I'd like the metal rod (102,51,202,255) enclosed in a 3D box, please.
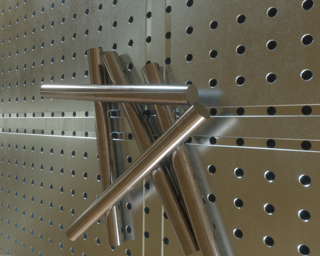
[{"bbox_3d":[-0.018,0.021,0.421,0.025,0.025,0.299,-37,68,33],"label":"metal rod"}]

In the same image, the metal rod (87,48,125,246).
[{"bbox_3d":[-0.084,0.025,0.475,0.025,0.025,0.298,-12,82,39],"label":"metal rod"}]

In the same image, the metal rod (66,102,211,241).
[{"bbox_3d":[-0.045,0.073,0.411,0.299,0.025,0.025,-45,63,30],"label":"metal rod"}]

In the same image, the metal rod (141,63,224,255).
[{"bbox_3d":[0.031,0.056,0.382,0.025,0.025,0.299,-28,72,36],"label":"metal rod"}]

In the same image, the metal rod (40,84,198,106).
[{"bbox_3d":[-0.080,-0.050,0.440,0.300,0.025,0.025,7,94,39],"label":"metal rod"}]
